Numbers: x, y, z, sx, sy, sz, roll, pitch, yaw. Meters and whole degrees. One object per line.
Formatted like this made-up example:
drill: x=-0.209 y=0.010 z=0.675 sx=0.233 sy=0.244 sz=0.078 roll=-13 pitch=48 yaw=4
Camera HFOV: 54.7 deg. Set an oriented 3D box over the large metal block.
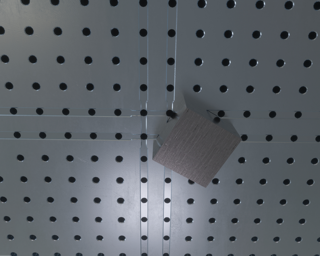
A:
large metal block: x=0.046 y=0.018 z=0.407 sx=0.080 sy=0.050 sz=0.080 roll=29 pitch=107 yaw=-10
